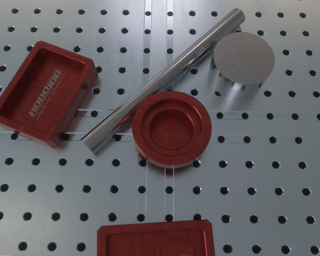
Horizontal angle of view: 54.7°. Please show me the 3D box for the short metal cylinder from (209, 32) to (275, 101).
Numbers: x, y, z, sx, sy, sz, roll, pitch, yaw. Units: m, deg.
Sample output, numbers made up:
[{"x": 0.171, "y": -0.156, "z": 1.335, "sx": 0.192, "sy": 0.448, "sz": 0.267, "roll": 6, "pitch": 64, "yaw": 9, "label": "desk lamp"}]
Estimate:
[{"x": 0.111, "y": -0.085, "z": 0.430, "sx": 0.081, "sy": 0.050, "sz": 0.080, "roll": 0, "pitch": 70, "yaw": 0, "label": "short metal cylinder"}]

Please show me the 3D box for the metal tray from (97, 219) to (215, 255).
[{"x": -0.004, "y": 0.155, "z": 0.352, "sx": 0.131, "sy": 0.030, "sz": 0.090, "roll": -3, "pitch": 70, "yaw": -2, "label": "metal tray"}]

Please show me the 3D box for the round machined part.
[{"x": 0.015, "y": 0.005, "z": 0.401, "sx": 0.099, "sy": 0.042, "sz": 0.098, "roll": 0, "pitch": 70, "yaw": 0, "label": "round machined part"}]

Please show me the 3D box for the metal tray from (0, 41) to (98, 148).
[{"x": -0.156, "y": -0.048, "z": 0.425, "sx": 0.090, "sy": 0.030, "sz": 0.130, "roll": 22, "pitch": 71, "yaw": 7, "label": "metal tray"}]

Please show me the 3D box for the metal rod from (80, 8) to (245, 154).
[{"x": 0.013, "y": -0.074, "z": 0.438, "sx": 0.301, "sy": 0.025, "sz": 0.025, "roll": -42, "pitch": 76, "yaw": -14, "label": "metal rod"}]
